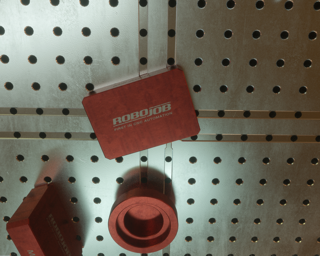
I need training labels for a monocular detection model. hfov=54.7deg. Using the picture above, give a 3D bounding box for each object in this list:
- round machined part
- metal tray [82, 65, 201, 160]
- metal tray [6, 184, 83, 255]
[{"bbox_3d":[-0.023,0.130,0.452,0.099,0.042,0.097,0,110,0],"label":"round machined part"},{"bbox_3d":[-0.022,-0.019,0.403,0.131,0.030,0.090,-17,109,6],"label":"metal tray"},{"bbox_3d":[-0.155,0.157,0.435,0.030,0.090,0.129,-15,110,5],"label":"metal tray"}]
